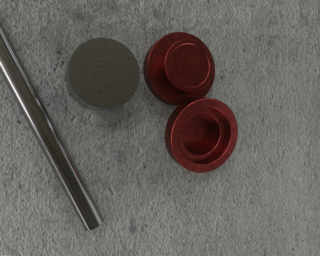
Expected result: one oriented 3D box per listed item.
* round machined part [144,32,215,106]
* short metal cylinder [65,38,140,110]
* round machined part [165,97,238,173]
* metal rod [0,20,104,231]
[{"bbox_3d":[0.031,-0.080,0.413,0.099,0.042,0.097,0,90,-20],"label":"round machined part"},{"bbox_3d":[-0.070,-0.062,0.370,0.081,0.050,0.079,0,90,-20],"label":"short metal cylinder"},{"bbox_3d":[0.051,0.007,0.415,0.099,0.042,0.097,-4,101,-22],"label":"round machined part"},{"bbox_3d":[-0.142,-0.015,0.356,0.025,0.025,0.299,-28,100,-18],"label":"metal rod"}]
